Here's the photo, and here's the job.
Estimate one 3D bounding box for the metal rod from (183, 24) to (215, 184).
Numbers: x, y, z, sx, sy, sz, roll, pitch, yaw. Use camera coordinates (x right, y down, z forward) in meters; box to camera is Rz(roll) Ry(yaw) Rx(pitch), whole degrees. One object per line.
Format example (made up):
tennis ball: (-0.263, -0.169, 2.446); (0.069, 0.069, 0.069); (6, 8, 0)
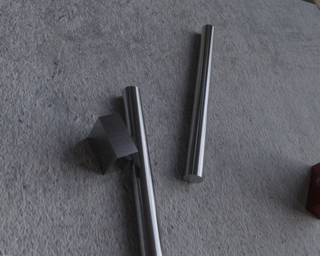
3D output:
metal rod: (0.065, -0.056, 0.474); (0.025, 0.025, 0.300); (22, 53, -16)

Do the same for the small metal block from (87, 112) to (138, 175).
small metal block: (-0.055, 0.018, 0.348); (0.025, 0.050, 0.050); (-16, 71, -35)

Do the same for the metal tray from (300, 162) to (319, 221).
metal tray: (0.272, 0.077, 0.456); (0.030, 0.129, 0.090); (36, 51, -4)

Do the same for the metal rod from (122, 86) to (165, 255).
metal rod: (-0.016, 0.083, 0.345); (0.025, 0.025, 0.299); (5, 60, -26)
